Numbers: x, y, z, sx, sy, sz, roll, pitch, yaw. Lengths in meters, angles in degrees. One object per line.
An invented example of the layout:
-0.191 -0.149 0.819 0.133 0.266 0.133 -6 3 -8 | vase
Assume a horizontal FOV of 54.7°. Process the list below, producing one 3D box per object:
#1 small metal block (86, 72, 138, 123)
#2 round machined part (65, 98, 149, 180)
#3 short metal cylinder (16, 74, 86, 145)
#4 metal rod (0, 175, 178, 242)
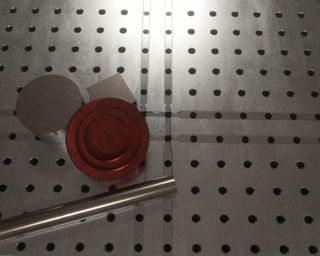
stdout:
-0.066 -0.041 0.426 0.050 0.025 0.050 -28 73 -10 | small metal block
-0.066 0.012 0.383 0.099 0.042 0.097 -1 94 -20 | round machined part
-0.137 -0.023 0.405 0.081 0.050 0.080 0 70 0 | short metal cylinder
-0.127 0.106 0.371 0.302 0.025 0.025 -14 71 -6 | metal rod
